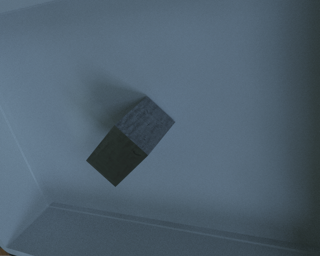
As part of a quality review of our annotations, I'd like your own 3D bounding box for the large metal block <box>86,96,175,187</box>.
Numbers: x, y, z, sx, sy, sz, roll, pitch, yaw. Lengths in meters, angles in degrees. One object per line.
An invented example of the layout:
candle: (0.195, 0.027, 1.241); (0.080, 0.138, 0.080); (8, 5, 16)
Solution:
large metal block: (-0.037, 0.017, 0.397); (0.050, 0.080, 0.080); (43, 129, -2)
